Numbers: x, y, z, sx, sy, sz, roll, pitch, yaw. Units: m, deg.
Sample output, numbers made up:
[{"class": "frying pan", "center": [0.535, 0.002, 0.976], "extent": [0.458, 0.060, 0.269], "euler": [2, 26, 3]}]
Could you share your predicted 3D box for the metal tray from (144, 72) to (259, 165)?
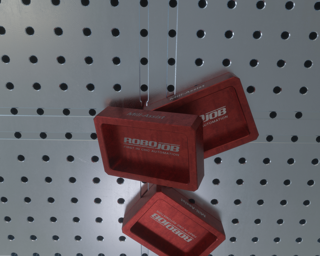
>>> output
[{"class": "metal tray", "center": [0.052, -0.007, 0.408], "extent": [0.130, 0.030, 0.090], "euler": [-22, 109, 7]}]

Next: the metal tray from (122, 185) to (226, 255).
[{"class": "metal tray", "center": [0.021, 0.150, 0.465], "extent": [0.130, 0.030, 0.090], "euler": [37, 106, -13]}]

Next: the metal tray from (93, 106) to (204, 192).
[{"class": "metal tray", "center": [-0.013, 0.024, 0.386], "extent": [0.130, 0.030, 0.089], "euler": [7, 121, 22]}]
